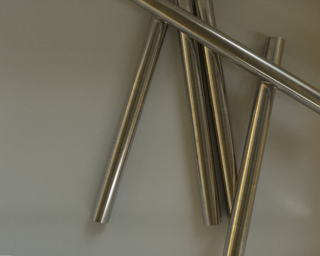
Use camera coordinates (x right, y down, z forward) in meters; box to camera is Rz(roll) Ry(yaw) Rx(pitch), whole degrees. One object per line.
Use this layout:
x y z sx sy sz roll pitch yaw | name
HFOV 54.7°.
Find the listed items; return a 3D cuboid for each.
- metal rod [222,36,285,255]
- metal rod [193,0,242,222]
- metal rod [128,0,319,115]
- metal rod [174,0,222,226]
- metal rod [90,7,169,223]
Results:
0.120 0.028 0.394 0.025 0.025 0.299 13 83 0 | metal rod
0.080 -0.023 0.411 0.025 0.025 0.298 -9 90 0 | metal rod
0.091 -0.094 0.381 0.301 0.025 0.025 31 90 2 | metal rod
0.050 -0.022 0.411 0.025 0.025 0.298 -8 90 0 | metal rod
-0.036 -0.022 0.410 0.025 0.025 0.298 17 90 0 | metal rod
